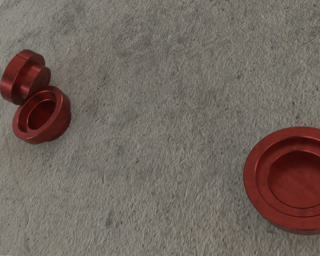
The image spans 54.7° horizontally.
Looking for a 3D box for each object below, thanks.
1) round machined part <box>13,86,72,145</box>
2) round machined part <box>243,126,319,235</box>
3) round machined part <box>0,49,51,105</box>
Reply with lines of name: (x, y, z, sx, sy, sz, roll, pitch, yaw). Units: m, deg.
round machined part: (-0.184, -0.017, 0.500, 0.098, 0.042, 0.098, -13, 56, 21)
round machined part: (0.133, 0.051, 0.292, 0.098, 0.042, 0.098, -13, 56, 21)
round machined part: (-0.227, -0.083, 0.540, 0.042, 0.098, 0.098, 26, 72, 0)
